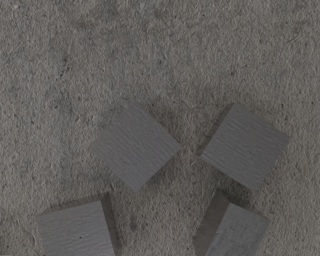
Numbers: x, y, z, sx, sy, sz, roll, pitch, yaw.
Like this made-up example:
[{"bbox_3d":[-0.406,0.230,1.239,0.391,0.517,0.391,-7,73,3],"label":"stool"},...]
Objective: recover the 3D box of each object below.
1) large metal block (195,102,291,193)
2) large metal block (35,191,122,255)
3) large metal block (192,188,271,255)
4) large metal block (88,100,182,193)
[{"bbox_3d":[0.103,0.023,0.398,0.080,0.050,0.080,33,90,0],"label":"large metal block"},{"bbox_3d":[-0.100,0.135,0.397,0.080,0.050,0.080,-14,90,0],"label":"large metal block"},{"bbox_3d":[0.084,0.129,0.383,0.050,0.080,0.080,25,90,0],"label":"large metal block"},{"bbox_3d":[-0.030,0.022,0.397,0.080,0.050,0.080,45,90,0],"label":"large metal block"}]
